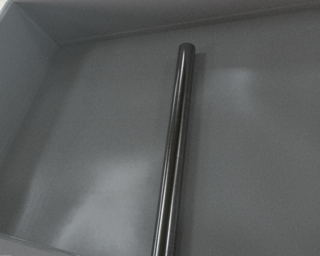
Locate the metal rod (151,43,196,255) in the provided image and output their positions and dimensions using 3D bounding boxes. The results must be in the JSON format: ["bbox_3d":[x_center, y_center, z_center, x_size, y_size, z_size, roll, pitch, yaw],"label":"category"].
[{"bbox_3d":[0.021,0.014,0.386,0.025,0.025,0.300,-6,59,25],"label":"metal rod"}]
